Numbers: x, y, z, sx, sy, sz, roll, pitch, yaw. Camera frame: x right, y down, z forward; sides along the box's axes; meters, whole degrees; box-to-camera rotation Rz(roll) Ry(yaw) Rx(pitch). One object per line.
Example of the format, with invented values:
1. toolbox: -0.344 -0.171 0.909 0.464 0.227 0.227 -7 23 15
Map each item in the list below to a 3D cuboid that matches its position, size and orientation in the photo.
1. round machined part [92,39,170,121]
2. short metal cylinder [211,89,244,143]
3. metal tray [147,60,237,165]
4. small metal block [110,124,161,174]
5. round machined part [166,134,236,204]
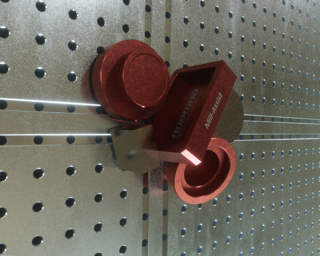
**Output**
1. round machined part: -0.027 -0.057 0.370 0.099 0.042 0.097 0 90 -40
2. short metal cylinder: 0.078 -0.018 0.453 0.081 0.050 0.079 0 90 -40
3. metal tray: 0.033 -0.021 0.389 0.030 0.090 0.130 40 65 -33
4. small metal block: -0.030 0.023 0.363 0.025 0.050 0.050 -20 103 -38
5. round machined part: 0.052 0.051 0.422 0.099 0.042 0.097 -12 116 -24
